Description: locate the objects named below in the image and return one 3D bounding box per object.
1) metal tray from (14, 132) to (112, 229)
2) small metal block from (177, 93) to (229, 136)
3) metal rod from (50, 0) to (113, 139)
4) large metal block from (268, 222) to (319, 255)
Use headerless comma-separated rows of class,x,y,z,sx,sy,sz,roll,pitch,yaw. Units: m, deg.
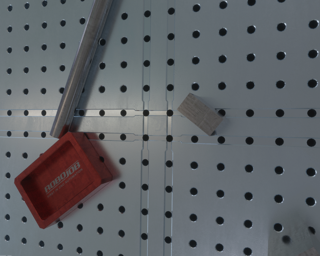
metal tray,-0.146,0.077,0.461,0.130,0.030,0.090,-39,78,15
small metal block,0.054,-0.016,0.380,0.050,0.050,0.025,40,103,15
metal rod,-0.102,-0.126,0.448,0.025,0.025,0.298,23,97,18
large metal block,0.160,0.158,0.327,0.050,0.080,0.080,-36,79,16
